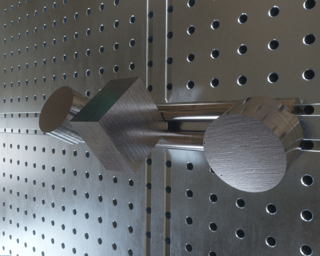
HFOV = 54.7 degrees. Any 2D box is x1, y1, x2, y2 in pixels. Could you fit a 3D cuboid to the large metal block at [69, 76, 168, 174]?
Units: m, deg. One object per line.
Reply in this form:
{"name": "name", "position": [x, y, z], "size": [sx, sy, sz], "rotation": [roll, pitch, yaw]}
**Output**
{"name": "large metal block", "position": [-0.045, -0.004, 0.372], "size": [0.050, 0.080, 0.080], "rotation": [1, 133, 40]}

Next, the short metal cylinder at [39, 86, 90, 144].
{"name": "short metal cylinder", "position": [-0.146, -0.020, 0.495], "size": [0.080, 0.050, 0.080], "rotation": [-19, 56, 31]}

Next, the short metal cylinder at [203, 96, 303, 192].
{"name": "short metal cylinder", "position": [0.090, 0.015, 0.301], "size": [0.080, 0.050, 0.079], "rotation": [19, 124, 32]}

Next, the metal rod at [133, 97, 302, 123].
{"name": "metal rod", "position": [0.017, -0.020, 0.394], "size": [0.300, 0.025, 0.025], "rotation": [1, 91, 40]}

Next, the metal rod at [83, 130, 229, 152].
{"name": "metal rod", "position": [-0.040, 0.014, 0.441], "size": [0.300, 0.025, 0.025], "rotation": [1, 91, 40]}
